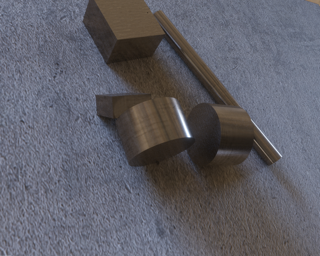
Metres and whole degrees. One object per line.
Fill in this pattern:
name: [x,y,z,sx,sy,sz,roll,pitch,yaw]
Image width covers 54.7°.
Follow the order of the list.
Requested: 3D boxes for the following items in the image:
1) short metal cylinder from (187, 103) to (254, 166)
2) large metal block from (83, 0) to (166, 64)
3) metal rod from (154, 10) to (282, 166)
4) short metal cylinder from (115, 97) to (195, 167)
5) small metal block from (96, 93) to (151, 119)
short metal cylinder: [0.075,0.009,0.403,0.050,0.080,0.080,3,61,-27]
large metal block: [-0.053,-0.145,0.448,0.081,0.050,0.080,-19,72,-35]
metal rod: [0.084,-0.068,0.490,0.025,0.025,0.299,-30,79,-38]
short metal cylinder: [-0.006,0.006,0.361,0.081,0.080,0.050,-9,68,-32]
small metal block: [-0.045,-0.029,0.378,0.050,0.050,0.025,-8,101,-32]
